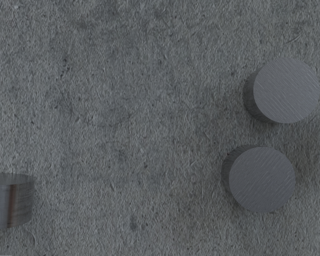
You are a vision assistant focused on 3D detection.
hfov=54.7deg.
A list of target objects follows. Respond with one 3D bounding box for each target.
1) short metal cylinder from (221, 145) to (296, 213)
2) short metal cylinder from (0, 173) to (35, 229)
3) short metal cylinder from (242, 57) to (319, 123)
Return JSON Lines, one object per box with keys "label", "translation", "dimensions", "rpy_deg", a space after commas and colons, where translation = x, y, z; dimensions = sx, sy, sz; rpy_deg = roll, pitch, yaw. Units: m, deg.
{"label": "short metal cylinder", "translation": [0.123, 0.062, 0.398], "dimensions": [0.081, 0.050, 0.080], "rpy_deg": [0, 90, 0]}
{"label": "short metal cylinder", "translation": [-0.199, 0.087, 0.381], "dimensions": [0.080, 0.080, 0.050], "rpy_deg": [4, 90, 0]}
{"label": "short metal cylinder", "translation": [0.153, -0.046, 0.398], "dimensions": [0.081, 0.050, 0.080], "rpy_deg": [0, 90, 0]}
